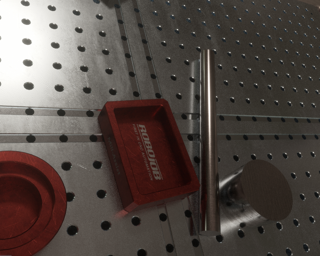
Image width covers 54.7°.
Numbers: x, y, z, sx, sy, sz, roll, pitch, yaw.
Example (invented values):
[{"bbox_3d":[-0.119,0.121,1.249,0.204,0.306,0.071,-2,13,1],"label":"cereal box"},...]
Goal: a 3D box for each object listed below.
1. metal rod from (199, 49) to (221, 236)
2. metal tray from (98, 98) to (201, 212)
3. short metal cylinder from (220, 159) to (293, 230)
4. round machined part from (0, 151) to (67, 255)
[{"bbox_3d":[0.070,0.000,0.447,0.025,0.025,0.300,18,55,-19],"label":"metal rod"},{"bbox_3d":[-0.015,0.027,0.381,0.091,0.030,0.130,-6,65,-31],"label":"metal tray"},{"bbox_3d":[0.125,0.088,0.408,0.081,0.050,0.080,14,56,-21],"label":"short metal cylinder"},{"bbox_3d":[-0.138,0.073,0.279,0.099,0.042,0.098,14,56,-21],"label":"round machined part"}]
